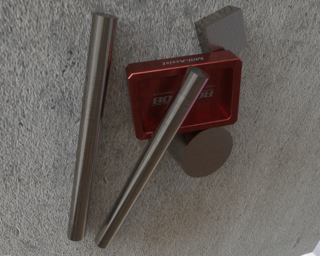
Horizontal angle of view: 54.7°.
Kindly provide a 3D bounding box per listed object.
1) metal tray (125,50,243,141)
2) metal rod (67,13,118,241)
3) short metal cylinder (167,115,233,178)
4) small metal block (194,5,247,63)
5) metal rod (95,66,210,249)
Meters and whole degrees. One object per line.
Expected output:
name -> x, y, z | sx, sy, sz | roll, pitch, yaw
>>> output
metal tray -> 0.029, -0.039, 0.375 | 0.131, 0.030, 0.089 | -10, 125, -8
metal rod -> -0.086, 0.019, 0.371 | 0.025, 0.025, 0.298 | -1, 119, -28
short metal cylinder -> 0.054, 0.022, 0.434 | 0.081, 0.050, 0.079 | -14, 125, -21
small metal block -> 0.075, -0.113, 0.378 | 0.050, 0.025, 0.050 | -30, 129, -9
metal rod -> -0.022, 0.056, 0.395 | 0.025, 0.025, 0.298 | 9, 125, -32
